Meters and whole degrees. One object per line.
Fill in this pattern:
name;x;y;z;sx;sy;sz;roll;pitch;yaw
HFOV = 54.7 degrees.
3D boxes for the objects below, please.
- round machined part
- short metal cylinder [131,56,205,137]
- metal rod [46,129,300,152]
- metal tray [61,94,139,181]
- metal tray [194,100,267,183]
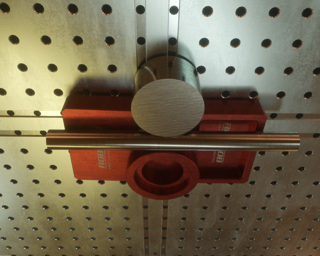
round machined part;0.004;0.053;0.429;0.099;0.042;0.097;0;130;0
short metal cylinder;0.009;-0.036;0.359;0.081;0.050;0.079;0;130;0
metal rod;0.017;0.015;0.380;0.302;0.025;0.025;0;130;-1
metal tray;-0.074;0.018;0.416;0.091;0.030;0.129;2;130;-2
metal tray;0.084;0.023;0.423;0.091;0.030;0.129;0;130;-1
